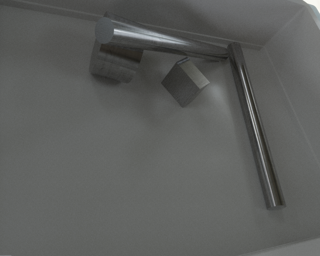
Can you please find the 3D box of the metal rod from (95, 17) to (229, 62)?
[{"bbox_3d":[0.028,-0.112,0.424,0.302,0.025,0.025,-13,67,-56],"label":"metal rod"}]

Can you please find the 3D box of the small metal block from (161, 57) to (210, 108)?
[{"bbox_3d":[0.036,-0.066,0.451,0.025,0.050,0.050,-35,82,-38],"label":"small metal block"}]

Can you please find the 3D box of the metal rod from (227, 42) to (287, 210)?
[{"bbox_3d":[0.149,-0.020,0.500,0.025,0.025,0.299,9,58,-24],"label":"metal rod"}]

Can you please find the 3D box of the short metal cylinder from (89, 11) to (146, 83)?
[{"bbox_3d":[-0.057,-0.104,0.404,0.050,0.080,0.080,14,56,-21],"label":"short metal cylinder"}]
